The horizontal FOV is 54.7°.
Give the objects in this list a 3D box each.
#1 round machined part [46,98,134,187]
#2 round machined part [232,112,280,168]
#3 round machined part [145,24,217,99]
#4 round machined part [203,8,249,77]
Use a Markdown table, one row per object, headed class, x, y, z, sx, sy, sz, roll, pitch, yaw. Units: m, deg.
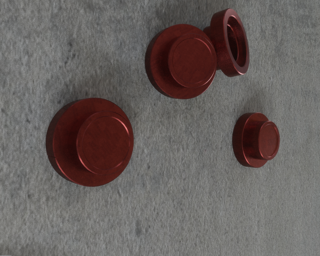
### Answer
| class | x | y | z | sx | sy | sz | roll | pitch | yaw |
| --- | --- | --- | --- | --- | --- | --- | --- | --- | --- |
| round machined part | -0.068 | 0.016 | 0.338 | 0.099 | 0.042 | 0.097 | 0 | 90 | -40 |
| round machined part | 0.174 | 0.021 | 0.543 | 0.099 | 0.042 | 0.097 | 0 | 90 | -40 |
| round machined part | 0.033 | -0.086 | 0.405 | 0.099 | 0.042 | 0.097 | -3 | 98 | -23 |
| round machined part | 0.097 | -0.124 | 0.466 | 0.098 | 0.042 | 0.098 | 16 | 70 | -53 |
